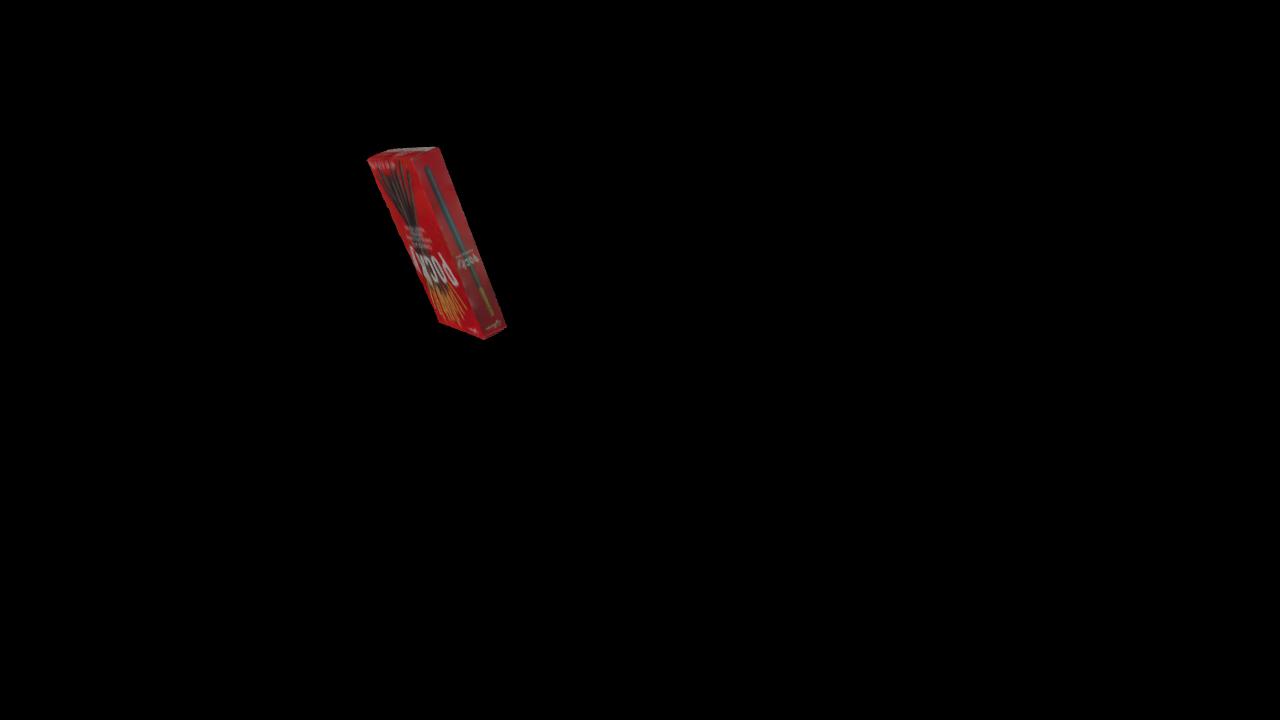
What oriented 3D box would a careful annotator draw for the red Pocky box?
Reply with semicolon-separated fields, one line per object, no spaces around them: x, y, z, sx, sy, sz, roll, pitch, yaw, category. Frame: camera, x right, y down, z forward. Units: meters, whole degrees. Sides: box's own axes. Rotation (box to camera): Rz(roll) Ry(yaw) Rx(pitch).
-0.165;-0.094;0.505;0.083;0.155;0.028;16;41;43;red Pocky box
